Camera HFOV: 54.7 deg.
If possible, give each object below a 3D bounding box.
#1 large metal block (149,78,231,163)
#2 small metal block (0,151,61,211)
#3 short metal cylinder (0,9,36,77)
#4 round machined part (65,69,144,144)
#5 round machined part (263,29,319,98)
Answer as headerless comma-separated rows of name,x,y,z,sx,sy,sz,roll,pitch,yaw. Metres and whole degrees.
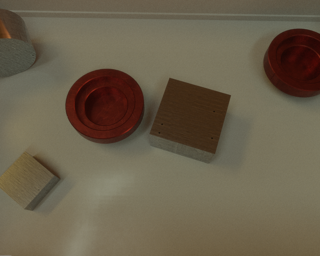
large metal block,0.038,-0.008,0.400,0.080,0.050,0.080,17,71,6
small metal block,-0.163,0.066,0.384,0.050,0.025,0.050,36,74,12
short metal cylinder,-0.217,-0.113,0.419,0.080,0.080,0.050,-22,72,-8
round machined part,-0.070,-0.025,0.409,0.099,0.042,0.098,0,70,-1
round machined part,0.194,-0.086,0.435,0.099,0.042,0.098,0,70,-1
